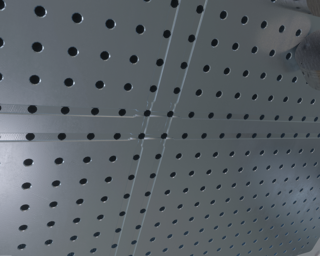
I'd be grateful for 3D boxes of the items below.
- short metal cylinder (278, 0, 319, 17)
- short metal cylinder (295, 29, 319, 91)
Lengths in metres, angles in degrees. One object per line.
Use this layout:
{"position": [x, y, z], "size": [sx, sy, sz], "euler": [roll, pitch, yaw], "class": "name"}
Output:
{"position": [0.194, -0.185, 0.387], "size": [0.081, 0.050, 0.079], "euler": [-14, 124, -21], "class": "short metal cylinder"}
{"position": [0.245, -0.100, 0.447], "size": [0.080, 0.080, 0.050], "euler": [-46, 129, 4], "class": "short metal cylinder"}
